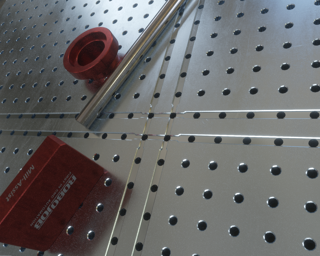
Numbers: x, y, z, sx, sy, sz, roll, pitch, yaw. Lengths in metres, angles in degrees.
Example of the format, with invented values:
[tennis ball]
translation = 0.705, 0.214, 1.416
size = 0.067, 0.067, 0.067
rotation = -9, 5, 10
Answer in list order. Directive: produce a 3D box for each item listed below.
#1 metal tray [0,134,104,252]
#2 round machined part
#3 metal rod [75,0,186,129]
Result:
[metal tray]
translation = -0.140, 0.084, 0.388
size = 0.030, 0.090, 0.130
rotation = 26, 76, 37
[round machined part]
translation = -0.113, -0.122, 0.532
size = 0.098, 0.042, 0.098
rotation = -13, 56, 21
[metal rod]
translation = -0.036, -0.126, 0.504
size = 0.025, 0.025, 0.300
rotation = 26, 76, 37
